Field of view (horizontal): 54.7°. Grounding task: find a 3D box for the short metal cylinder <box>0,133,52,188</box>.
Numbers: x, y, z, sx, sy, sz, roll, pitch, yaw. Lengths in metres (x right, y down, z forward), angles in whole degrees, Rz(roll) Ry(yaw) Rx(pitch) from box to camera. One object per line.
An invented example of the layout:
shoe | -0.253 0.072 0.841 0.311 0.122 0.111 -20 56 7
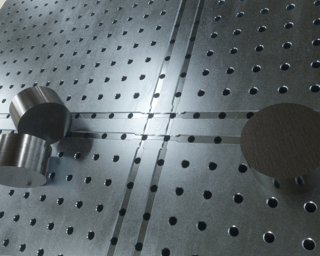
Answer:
short metal cylinder | -0.203 0.049 0.449 0.080 0.080 0.050 -15 56 20

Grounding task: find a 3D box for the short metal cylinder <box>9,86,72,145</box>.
short metal cylinder | -0.185 -0.018 0.481 0.080 0.080 0.050 -43 51 -1

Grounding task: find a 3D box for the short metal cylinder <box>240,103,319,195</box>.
short metal cylinder | 0.127 0.022 0.312 0.080 0.050 0.080 -13 56 21
